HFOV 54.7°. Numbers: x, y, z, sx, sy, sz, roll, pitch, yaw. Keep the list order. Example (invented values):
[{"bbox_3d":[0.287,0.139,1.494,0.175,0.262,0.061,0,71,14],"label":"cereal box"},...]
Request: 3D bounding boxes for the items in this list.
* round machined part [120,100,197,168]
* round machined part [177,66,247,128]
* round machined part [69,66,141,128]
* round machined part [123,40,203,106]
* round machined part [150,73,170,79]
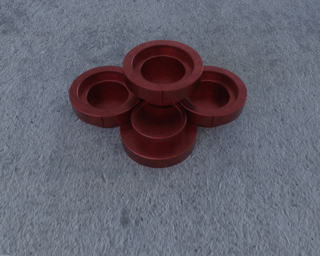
[{"bbox_3d":[-0.002,-0.001,0.394,0.099,0.042,0.098,0,50,0],"label":"round machined part"},{"bbox_3d":[0.066,-0.039,0.427,0.099,0.042,0.098,0,50,0],"label":"round machined part"},{"bbox_3d":[-0.070,-0.038,0.425,0.099,0.042,0.098,0,50,0],"label":"round machined part"},{"bbox_3d":[0.004,-0.066,0.394,0.099,0.042,0.098,0,50,0],"label":"round machined part"},{"bbox_3d":[-0.001,-0.077,0.458,0.099,0.042,0.098,0,50,0],"label":"round machined part"}]
